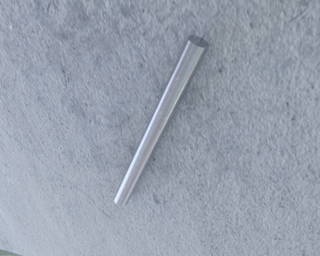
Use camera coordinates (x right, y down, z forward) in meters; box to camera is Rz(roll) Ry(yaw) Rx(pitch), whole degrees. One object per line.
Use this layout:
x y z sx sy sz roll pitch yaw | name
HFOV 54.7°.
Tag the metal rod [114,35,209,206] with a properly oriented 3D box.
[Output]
-0.012 0.013 0.419 0.025 0.025 0.298 32 128 7 | metal rod
